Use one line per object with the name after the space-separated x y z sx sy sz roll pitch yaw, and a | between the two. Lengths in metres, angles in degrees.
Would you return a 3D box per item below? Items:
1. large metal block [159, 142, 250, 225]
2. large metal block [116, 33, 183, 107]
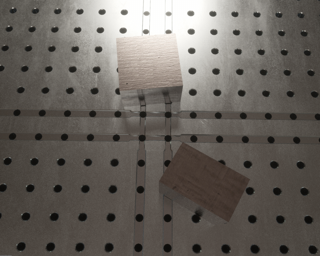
0.046 0.068 0.358 0.080 0.080 0.050 29 73 10 | large metal block
-0.015 -0.079 0.427 0.081 0.050 0.080 -5 70 -3 | large metal block
